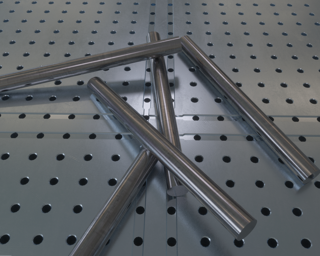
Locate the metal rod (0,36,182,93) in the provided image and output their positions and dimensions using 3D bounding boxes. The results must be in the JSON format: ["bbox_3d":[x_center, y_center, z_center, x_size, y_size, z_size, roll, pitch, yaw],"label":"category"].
[{"bbox_3d":[-0.116,-0.094,0.467,0.302,0.025,0.025,-13,51,-4],"label":"metal rod"}]

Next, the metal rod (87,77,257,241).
[{"bbox_3d":[-0.010,0.013,0.370,0.025,0.025,0.300,-29,48,-22],"label":"metal rod"}]

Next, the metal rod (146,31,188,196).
[{"bbox_3d":[0.004,-0.043,0.444,0.025,0.025,0.300,-5,50,-4],"label":"metal rod"}]

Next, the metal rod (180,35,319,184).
[{"bbox_3d":[0.109,-0.045,0.446,0.025,0.025,0.300,-21,53,-17],"label":"metal rod"}]

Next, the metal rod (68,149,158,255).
[{"bbox_3d":[-0.083,0.137,0.292,0.025,0.025,0.301,22,53,17],"label":"metal rod"}]
